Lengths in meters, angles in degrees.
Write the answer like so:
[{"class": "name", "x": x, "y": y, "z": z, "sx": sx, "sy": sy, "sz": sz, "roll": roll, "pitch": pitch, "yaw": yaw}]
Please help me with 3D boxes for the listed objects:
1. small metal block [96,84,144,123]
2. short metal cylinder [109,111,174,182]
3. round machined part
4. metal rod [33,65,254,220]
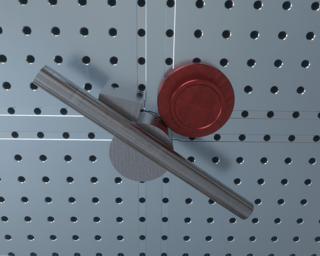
[{"class": "small metal block", "x": -0.049, "y": -0.032, "z": 0.388, "sx": 0.050, "sy": 0.050, "sz": 0.025, "roll": 13, "pitch": 110, "yaw": -5}, {"class": "short metal cylinder", "x": -0.023, "y": 0.023, "z": 0.408, "sx": 0.081, "sy": 0.050, "sz": 0.079, "roll": 0, "pitch": 110, "yaw": -1}, {"class": "round machined part", "x": 0.046, "y": -0.032, "z": 0.393, "sx": 0.099, "sy": 0.042, "sz": 0.097, "roll": 0, "pitch": 110, "yaw": -1}, {"class": "metal rod", "x": -0.009, "y": 0.025, "z": 0.369, "sx": 0.301, "sy": 0.025, "sz": 0.025, "roll": 34, "pitch": 106, "yaw": -13}]
